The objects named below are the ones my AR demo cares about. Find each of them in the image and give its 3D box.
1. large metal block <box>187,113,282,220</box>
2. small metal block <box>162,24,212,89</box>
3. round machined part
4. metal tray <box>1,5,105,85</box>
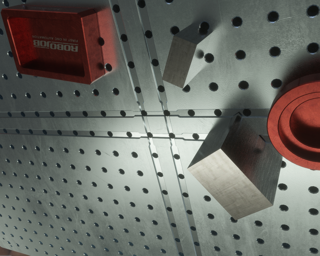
[{"bbox_3d":[0.088,0.042,0.355,0.080,0.080,0.050,47,129,-5],"label":"large metal block"},{"bbox_3d":[0.029,-0.077,0.332,0.025,0.050,0.050,26,128,12],"label":"small metal block"},{"bbox_3d":[0.161,-0.009,0.309,0.098,0.042,0.097,13,124,21],"label":"round machined part"},{"bbox_3d":[-0.142,-0.112,0.413,0.130,0.030,0.089,11,123,22],"label":"metal tray"}]
